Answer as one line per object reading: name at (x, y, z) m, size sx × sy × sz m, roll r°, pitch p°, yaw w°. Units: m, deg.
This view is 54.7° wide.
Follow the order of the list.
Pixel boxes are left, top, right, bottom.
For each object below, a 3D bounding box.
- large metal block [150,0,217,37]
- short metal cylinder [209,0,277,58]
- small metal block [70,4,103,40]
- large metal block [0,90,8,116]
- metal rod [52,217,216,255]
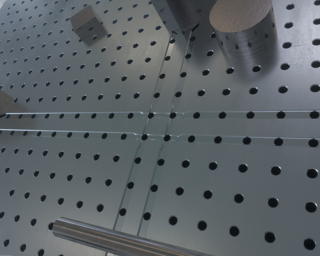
large metal block at (0.036, -0.204, 0.480) m, size 0.080 × 0.080 × 0.050 m, roll -46°, pitch 51°, yaw -4°
short metal cylinder at (0.113, -0.142, 0.420) m, size 0.080 × 0.050 × 0.080 m, roll -13°, pitch 56°, yaw 21°
small metal block at (-0.147, -0.210, 0.615) m, size 0.050 × 0.025 × 0.050 m, roll -32°, pitch 52°, yaw 7°
large metal block at (-0.357, -0.053, 0.593) m, size 0.080 × 0.080 × 0.050 m, roll -20°, pitch 54°, yaw 17°
metal rod at (0.003, 0.134, 0.324) m, size 0.300 × 0.025 × 0.025 m, roll 3°, pitch 63°, yaw 29°
